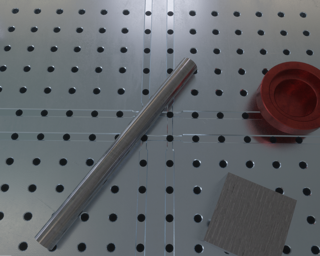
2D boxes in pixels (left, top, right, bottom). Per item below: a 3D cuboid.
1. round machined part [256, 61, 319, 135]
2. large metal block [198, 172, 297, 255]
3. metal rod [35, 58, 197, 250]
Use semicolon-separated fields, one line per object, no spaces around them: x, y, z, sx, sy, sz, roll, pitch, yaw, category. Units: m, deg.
0.179;-0.037;0.417;0.099;0.042;0.098;0;70;0;round machined part
0.099;0.108;0.359;0.080;0.050;0.080;22;72;8;large metal block
-0.047;0.021;0.403;0.025;0.025;0.300;35;73;12;metal rod
